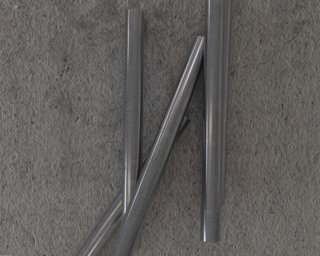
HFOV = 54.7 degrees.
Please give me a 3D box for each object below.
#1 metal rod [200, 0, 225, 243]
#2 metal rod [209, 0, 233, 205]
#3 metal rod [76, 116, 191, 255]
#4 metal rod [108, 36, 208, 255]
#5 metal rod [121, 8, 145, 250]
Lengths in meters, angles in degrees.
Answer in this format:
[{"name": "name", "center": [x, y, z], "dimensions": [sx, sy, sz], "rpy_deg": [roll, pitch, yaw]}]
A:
[{"name": "metal rod", "center": [0.066, -0.011, 0.386], "dimensions": [0.025, 0.025, 0.298], "rpy_deg": [1, 90, 0]}, {"name": "metal rod", "center": [0.079, -0.050, 0.410], "dimensions": [0.025, 0.025, 0.298], "rpy_deg": [2, 90, 0]}, {"name": "metal rod", "center": [-0.054, 0.107, 0.409], "dimensions": [0.025, 0.025, 0.299], "rpy_deg": [35, 90, 0]}, {"name": "metal rod", "center": [0.004, 0.021, 0.375], "dimensions": [0.025, 0.025, 0.299], "rpy_deg": [22, 76, 0]}, {"name": "metal rod", "center": [-0.034, -0.004, 0.392], "dimensions": [0.025, 0.025, 0.298], "rpy_deg": [0, 83, 0]}]
